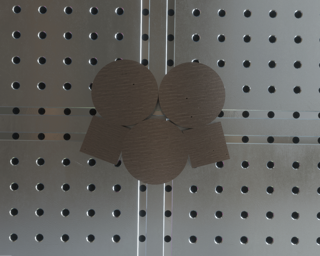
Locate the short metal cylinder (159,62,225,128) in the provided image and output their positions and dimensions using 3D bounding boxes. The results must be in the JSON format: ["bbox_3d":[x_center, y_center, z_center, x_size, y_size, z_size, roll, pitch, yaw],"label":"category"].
[{"bbox_3d":[0.039,-0.040,0.398,0.081,0.050,0.079,0,90,0],"label":"short metal cylinder"}]

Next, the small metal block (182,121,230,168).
[{"bbox_3d":[0.060,0.022,0.411,0.050,0.025,0.050,-14,90,0],"label":"small metal block"}]

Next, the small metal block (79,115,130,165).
[{"bbox_3d":[-0.071,0.016,0.409,0.050,0.025,0.050,21,90,0],"label":"small metal block"}]

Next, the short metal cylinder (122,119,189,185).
[{"bbox_3d":[-0.006,0.028,0.397,0.081,0.050,0.079,0,90,0],"label":"short metal cylinder"}]

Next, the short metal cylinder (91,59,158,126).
[{"bbox_3d":[-0.042,-0.043,0.397,0.081,0.050,0.079,0,90,0],"label":"short metal cylinder"}]
